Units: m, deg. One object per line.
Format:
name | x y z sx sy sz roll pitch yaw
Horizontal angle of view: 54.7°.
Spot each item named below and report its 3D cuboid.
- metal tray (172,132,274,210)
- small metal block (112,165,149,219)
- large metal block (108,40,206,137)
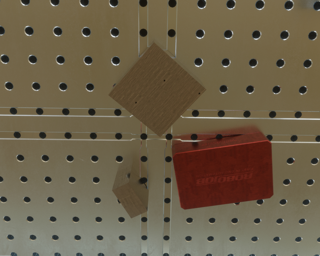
metal tray | 0.087 0.061 0.434 0.131 0.030 0.089 -8 110 3
small metal block | -0.039 0.088 0.432 0.025 0.050 0.050 -27 108 9
large metal block | -0.003 -0.050 0.381 0.080 0.050 0.080 40 105 -14
